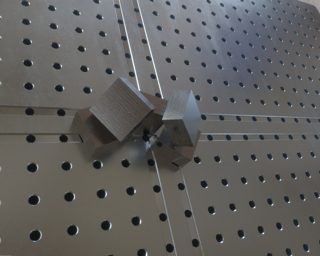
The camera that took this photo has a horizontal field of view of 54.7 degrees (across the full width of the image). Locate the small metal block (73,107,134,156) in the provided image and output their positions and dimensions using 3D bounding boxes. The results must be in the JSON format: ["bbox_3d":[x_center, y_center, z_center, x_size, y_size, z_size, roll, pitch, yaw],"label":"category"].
[{"bbox_3d":[-0.069,-0.001,0.373,0.050,0.025,0.050,-21,73,-36],"label":"small metal block"}]

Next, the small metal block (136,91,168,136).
[{"bbox_3d":[-0.021,-0.018,0.393,0.050,0.050,0.025,17,55,-19],"label":"small metal block"}]

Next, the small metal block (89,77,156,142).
[{"bbox_3d":[-0.041,-0.021,0.348,0.050,0.050,0.025,45,12,3],"label":"small metal block"}]

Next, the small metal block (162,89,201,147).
[{"bbox_3d":[0.028,-0.012,0.382,0.050,0.025,0.050,64,35,-43],"label":"small metal block"}]

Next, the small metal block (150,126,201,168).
[{"bbox_3d":[0.022,0.016,0.412,0.050,0.025,0.050,31,51,-9],"label":"small metal block"}]
